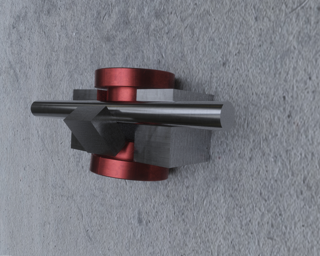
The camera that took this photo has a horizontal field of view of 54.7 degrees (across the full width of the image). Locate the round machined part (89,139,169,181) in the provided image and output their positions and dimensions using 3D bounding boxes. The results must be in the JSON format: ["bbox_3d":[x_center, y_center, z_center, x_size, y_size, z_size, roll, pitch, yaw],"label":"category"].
[{"bbox_3d":[-0.036,0.036,0.388,0.098,0.099,0.042,6,89,40],"label":"round machined part"}]

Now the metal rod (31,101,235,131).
[{"bbox_3d":[-0.059,-0.019,0.351,0.300,0.025,0.025,5,93,40],"label":"metal rod"}]

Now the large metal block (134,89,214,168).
[{"bbox_3d":[0.018,-0.001,0.356,0.050,0.081,0.079,5,93,40],"label":"large metal block"}]

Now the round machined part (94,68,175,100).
[{"bbox_3d":[-0.031,-0.047,0.385,0.098,0.099,0.042,5,94,40],"label":"round machined part"}]

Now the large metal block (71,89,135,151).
[{"bbox_3d":[-0.073,-0.010,0.431,0.050,0.081,0.079,6,94,40],"label":"large metal block"}]

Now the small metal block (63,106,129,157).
[{"bbox_3d":[-0.071,0.003,0.343,0.050,0.025,0.050,2,132,41],"label":"small metal block"}]
